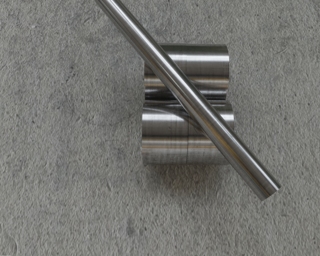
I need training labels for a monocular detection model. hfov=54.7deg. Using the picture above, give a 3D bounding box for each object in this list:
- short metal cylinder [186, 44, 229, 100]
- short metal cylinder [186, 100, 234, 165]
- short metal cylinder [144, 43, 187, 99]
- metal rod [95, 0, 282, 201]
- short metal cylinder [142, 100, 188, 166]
[{"bbox_3d":[0.057,-0.069,0.406,0.050,0.080,0.080,1,70,0],"label":"short metal cylinder"},{"bbox_3d":[0.057,0.005,0.379,0.050,0.080,0.080,1,70,0],"label":"short metal cylinder"},{"bbox_3d":[0.007,-0.070,0.406,0.050,0.080,0.080,1,70,0],"label":"short metal cylinder"},{"bbox_3d":[0.020,-0.049,0.342,0.025,0.025,0.300,-35,74,-12],"label":"metal rod"},{"bbox_3d":[0.006,0.005,0.378,0.050,0.080,0.080,1,70,0],"label":"short metal cylinder"}]
